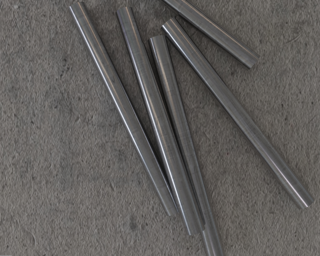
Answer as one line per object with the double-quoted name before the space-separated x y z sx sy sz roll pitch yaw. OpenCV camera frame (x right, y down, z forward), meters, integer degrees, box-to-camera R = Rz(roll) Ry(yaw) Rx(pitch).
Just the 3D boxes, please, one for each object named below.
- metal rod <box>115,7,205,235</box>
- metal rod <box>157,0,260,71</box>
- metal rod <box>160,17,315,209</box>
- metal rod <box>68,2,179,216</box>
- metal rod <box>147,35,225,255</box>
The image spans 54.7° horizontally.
"metal rod" -0.001 -0.012 0.399 0.025 0.025 0.299 -18 86 0
"metal rod" 0.006 -0.178 0.409 0.300 0.025 0.025 38 90 0
"metal rod" 0.102 -0.019 0.410 0.025 0.025 0.300 -38 90 0
"metal rod" -0.045 -0.025 0.409 0.025 0.025 0.299 -26 90 0
"metal rod" 0.035 0.026 0.410 0.025 0.025 0.298 -15 90 0
